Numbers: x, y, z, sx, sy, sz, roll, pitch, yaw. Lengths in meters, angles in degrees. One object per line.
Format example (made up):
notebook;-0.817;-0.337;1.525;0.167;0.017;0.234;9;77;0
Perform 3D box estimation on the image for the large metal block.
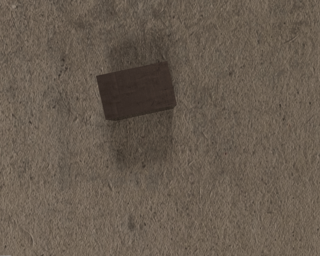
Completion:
large metal block;-0.026;-0.042;0.382;0.080;0.080;0.050;-12;90;0
